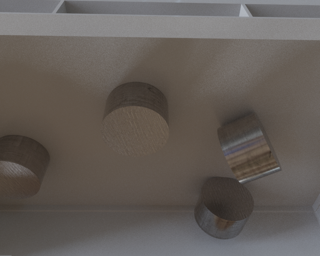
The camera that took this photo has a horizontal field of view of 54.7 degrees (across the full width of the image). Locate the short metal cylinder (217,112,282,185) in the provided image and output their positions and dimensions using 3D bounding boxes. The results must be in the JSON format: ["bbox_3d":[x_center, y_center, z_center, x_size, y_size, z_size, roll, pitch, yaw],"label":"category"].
[{"bbox_3d":[0.114,0.026,0.397,0.050,0.080,0.080,-26,126,20],"label":"short metal cylinder"}]

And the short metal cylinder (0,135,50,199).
[{"bbox_3d":[-0.203,0.056,0.437,0.081,0.050,0.079,0,130,0],"label":"short metal cylinder"}]

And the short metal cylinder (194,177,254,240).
[{"bbox_3d":[0.098,0.123,0.479,0.081,0.080,0.050,6,130,-5],"label":"short metal cylinder"}]

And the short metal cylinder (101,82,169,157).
[{"bbox_3d":[-0.029,-0.010,0.384,0.081,0.050,0.079,0,130,0],"label":"short metal cylinder"}]
